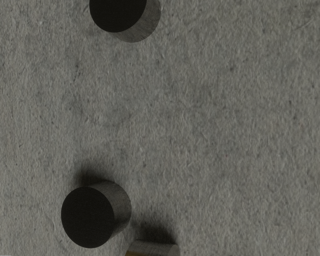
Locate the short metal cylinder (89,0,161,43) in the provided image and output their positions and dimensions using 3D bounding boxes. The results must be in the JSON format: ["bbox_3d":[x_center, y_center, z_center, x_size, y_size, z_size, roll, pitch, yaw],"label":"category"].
[{"bbox_3d":[-0.045,-0.159,0.411,0.080,0.050,0.079,0,90,19],"label":"short metal cylinder"}]

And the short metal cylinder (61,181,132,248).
[{"bbox_3d":[-0.086,0.116,0.425,0.080,0.050,0.079,0,90,19],"label":"short metal cylinder"}]

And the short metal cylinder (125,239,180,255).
[{"bbox_3d":[-0.010,0.182,0.382,0.050,0.080,0.079,2,91,20],"label":"short metal cylinder"}]
